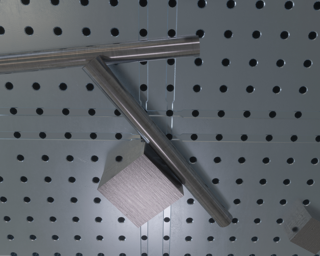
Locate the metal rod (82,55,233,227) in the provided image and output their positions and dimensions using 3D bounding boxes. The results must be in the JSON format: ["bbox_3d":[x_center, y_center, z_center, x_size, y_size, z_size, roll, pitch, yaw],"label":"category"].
[{"bbox_3d":[0.009,0.031,0.411,0.025,0.025,0.300,-35,112,12],"label":"metal rod"}]

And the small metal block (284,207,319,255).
[{"bbox_3d":[0.229,0.157,0.473,0.050,0.025,0.050,29,107,-11],"label":"small metal block"}]

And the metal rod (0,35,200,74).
[{"bbox_3d":[-0.103,-0.087,0.380,0.302,0.025,0.025,-5,110,1],"label":"metal rod"}]

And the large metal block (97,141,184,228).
[{"bbox_3d":[-0.025,0.076,0.428,0.080,0.050,0.080,-38,106,13],"label":"large metal block"}]
